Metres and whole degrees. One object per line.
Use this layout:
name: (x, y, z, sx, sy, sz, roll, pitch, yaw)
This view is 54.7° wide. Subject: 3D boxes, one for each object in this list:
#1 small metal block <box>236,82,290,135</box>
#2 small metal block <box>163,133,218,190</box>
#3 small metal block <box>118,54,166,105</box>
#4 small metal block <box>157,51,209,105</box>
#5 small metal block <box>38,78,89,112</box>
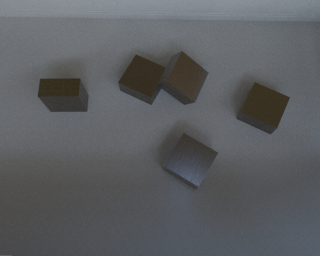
small metal block: (0.140, -0.027, 0.421, 0.050, 0.025, 0.050, 26, 72, 9)
small metal block: (0.038, 0.043, 0.395, 0.050, 0.025, 0.050, 30, 73, 10)
small metal block: (-0.023, -0.068, 0.434, 0.050, 0.025, 0.050, 26, 72, 8)
small metal block: (0.032, -0.067, 0.423, 0.050, 0.025, 0.050, 34, 70, -23)
small metal block: (-0.126, -0.042, 0.410, 0.050, 0.050, 0.025, -1, 70, -1)
